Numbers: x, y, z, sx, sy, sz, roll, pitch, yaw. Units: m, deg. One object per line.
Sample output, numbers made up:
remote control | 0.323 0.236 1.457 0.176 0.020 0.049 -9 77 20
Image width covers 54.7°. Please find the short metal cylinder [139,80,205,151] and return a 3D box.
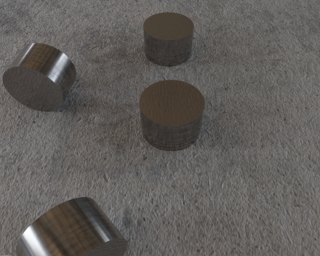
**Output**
short metal cylinder | 0.015 -0.017 0.401 0.080 0.050 0.080 0 50 0

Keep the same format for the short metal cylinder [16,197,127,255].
short metal cylinder | -0.077 0.109 0.275 0.080 0.080 0.050 -33 58 -25

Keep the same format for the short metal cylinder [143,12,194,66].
short metal cylinder | 0.014 -0.147 0.510 0.080 0.050 0.080 0 50 0

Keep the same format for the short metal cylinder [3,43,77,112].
short metal cylinder | -0.162 -0.068 0.423 0.080 0.080 0.050 8 51 6
